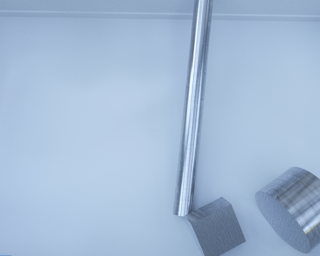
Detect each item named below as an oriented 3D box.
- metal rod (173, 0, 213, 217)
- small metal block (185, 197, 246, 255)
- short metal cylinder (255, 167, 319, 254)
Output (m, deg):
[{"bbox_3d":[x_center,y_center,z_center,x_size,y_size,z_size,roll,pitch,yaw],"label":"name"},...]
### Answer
[{"bbox_3d":[0.044,-0.042,0.394,0.025,0.025,0.298,6,82,2],"label":"metal rod"},{"bbox_3d":[0.064,0.116,0.357,0.050,0.025,0.050,-24,101,-9],"label":"small metal block"},{"bbox_3d":[0.155,0.091,0.349,0.050,0.080,0.080,-33,74,-11],"label":"short metal cylinder"}]
